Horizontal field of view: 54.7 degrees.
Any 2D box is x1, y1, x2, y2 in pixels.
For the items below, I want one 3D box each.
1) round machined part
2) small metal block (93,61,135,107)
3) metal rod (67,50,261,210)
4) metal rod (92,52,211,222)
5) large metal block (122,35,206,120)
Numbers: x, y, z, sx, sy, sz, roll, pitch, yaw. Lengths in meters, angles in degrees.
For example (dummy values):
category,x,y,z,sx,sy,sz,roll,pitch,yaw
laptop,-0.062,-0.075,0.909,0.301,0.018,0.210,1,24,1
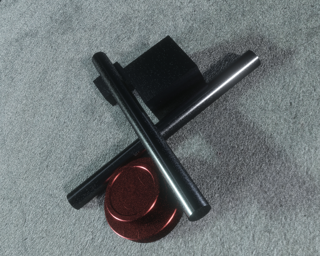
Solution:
category,x,y,z,sx,sy,sz,roll,pitch,yaw
round machined part,-0.023,0.078,0.357,0.098,0.042,0.098,-13,56,20
small metal block,-0.070,-0.069,0.484,0.050,0.025,0.050,-40,51,0
metal rod,0.004,0.003,0.402,0.300,0.025,0.025,-39,51,1
metal rod,-0.028,-0.013,0.394,0.025,0.025,0.300,-37,51,3
large metal block,0.007,-0.068,0.428,0.080,0.050,0.080,-36,51,4
